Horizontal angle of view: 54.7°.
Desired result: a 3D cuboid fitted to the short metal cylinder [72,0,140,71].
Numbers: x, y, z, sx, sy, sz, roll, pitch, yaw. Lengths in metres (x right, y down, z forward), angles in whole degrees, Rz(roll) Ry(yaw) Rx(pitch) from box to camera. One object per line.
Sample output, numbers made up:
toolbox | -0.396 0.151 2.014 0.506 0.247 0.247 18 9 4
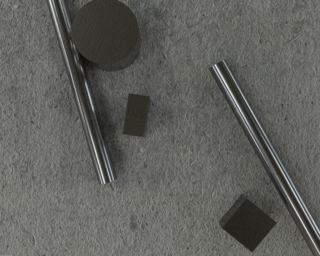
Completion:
short metal cylinder | -0.066 -0.117 0.397 0.081 0.050 0.079 0 90 0

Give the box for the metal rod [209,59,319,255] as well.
metal rod | 0.149 0.046 0.411 0.025 0.025 0.299 -29 90 0

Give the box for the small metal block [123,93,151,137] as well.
small metal block | -0.029 -0.016 0.397 0.025 0.050 0.050 9 90 0

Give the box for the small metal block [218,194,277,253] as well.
small metal block | 0.115 0.125 0.411 0.050 0.025 0.050 39 90 0

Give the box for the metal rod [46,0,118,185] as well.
metal rod | -0.109 -0.073 0.408 0.025 0.025 0.298 -16 90 0
